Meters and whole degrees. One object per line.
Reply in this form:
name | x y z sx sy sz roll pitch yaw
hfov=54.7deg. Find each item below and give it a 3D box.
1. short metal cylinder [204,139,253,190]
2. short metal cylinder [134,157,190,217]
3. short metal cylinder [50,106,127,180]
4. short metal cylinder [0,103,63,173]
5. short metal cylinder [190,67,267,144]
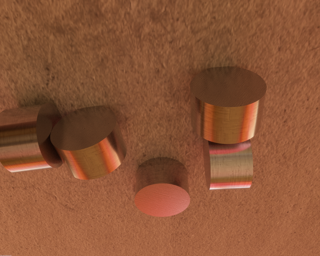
short metal cylinder | 0.086 0.040 0.407 0.050 0.080 0.079 -3 130 2
short metal cylinder | 0.003 0.090 0.467 0.081 0.050 0.079 0 130 0
short metal cylinder | -0.087 0.017 0.384 0.080 0.080 0.050 -8 130 6
short metal cylinder | -0.155 0.012 0.379 0.050 0.080 0.080 -8 130 6
short metal cylinder | 0.075 -0.027 0.349 0.080 0.080 0.050 -4 130 2
